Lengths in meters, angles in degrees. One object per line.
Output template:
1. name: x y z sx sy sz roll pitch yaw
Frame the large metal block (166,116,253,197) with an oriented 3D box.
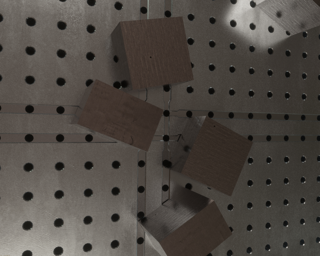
1. large metal block: 0.068 0.037 0.426 0.080 0.050 0.080 28 81 -18

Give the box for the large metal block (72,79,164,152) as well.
1. large metal block: -0.053 -0.012 0.364 0.080 0.080 0.050 24 82 -19

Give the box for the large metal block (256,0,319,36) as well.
1. large metal block: 0.208 -0.192 0.462 0.080 0.080 0.050 32 80 -18

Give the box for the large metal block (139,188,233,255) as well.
1. large metal block: 0.030 0.127 0.396 0.080 0.080 0.050 -32 101 -17

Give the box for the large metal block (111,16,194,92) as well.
1. large metal block: -0.010 -0.092 0.396 0.081 0.050 0.079 -12 94 -20
